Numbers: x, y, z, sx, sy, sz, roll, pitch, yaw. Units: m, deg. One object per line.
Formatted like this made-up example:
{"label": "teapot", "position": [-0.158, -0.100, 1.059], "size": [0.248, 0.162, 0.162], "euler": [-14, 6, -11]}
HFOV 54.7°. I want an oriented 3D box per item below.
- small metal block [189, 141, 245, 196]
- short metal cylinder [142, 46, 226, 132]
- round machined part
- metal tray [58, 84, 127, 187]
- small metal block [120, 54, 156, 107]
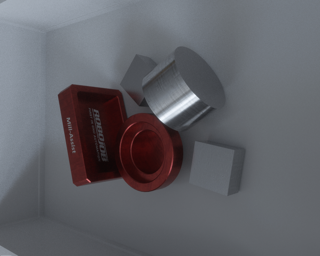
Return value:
{"label": "small metal block", "position": [0.064, 0.044, 0.350], "size": [0.050, 0.025, 0.050], "euler": [12, 97, 40]}
{"label": "short metal cylinder", "position": [0.027, -0.043, 0.345], "size": [0.050, 0.081, 0.080], "euler": [-36, 68, 34]}
{"label": "round machined part", "position": [-0.010, 0.030, 0.398], "size": [0.098, 0.042, 0.097], "euler": [0, 90, 39]}
{"label": "metal tray", "position": [-0.084, 0.009, 0.429], "size": [0.030, 0.091, 0.129], "euler": [-22, 76, 38]}
{"label": "small metal block", "position": [-0.021, -0.064, 0.420], "size": [0.050, 0.025, 0.050], "euler": [49, 119, 30]}
